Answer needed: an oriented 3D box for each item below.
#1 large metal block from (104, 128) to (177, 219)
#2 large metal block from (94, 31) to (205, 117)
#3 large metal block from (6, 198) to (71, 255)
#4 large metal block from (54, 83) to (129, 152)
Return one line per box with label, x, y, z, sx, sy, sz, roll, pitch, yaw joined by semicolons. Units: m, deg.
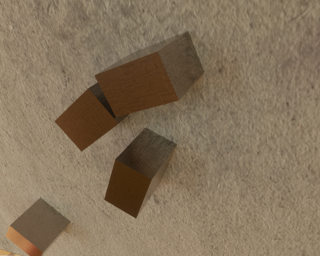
large metal block;-0.026;0.060;0.420;0.050;0.080;0.079;28;128;10
large metal block;-0.008;-0.059;0.338;0.080;0.080;0.050;-12;112;33
large metal block;-0.243;0.203;0.622;0.080;0.080;0.050;38;129;2
large metal block;-0.071;-0.026;0.391;0.080;0.080;0.050;-33;100;38
